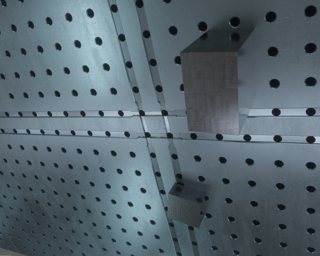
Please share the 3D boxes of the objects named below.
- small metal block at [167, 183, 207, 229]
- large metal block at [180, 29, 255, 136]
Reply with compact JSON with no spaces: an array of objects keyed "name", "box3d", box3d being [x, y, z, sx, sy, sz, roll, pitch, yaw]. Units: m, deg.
[{"name":"small metal block","box3d":[0.040,0.115,0.461,0.050,0.025,0.050,14,124,20]},{"name":"large metal block","box3d":[0.062,-0.049,0.312,0.050,0.080,0.079,5,121,25]}]
